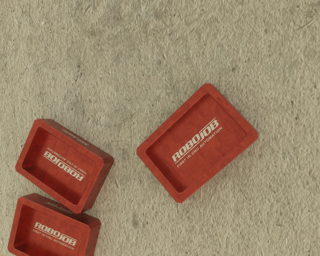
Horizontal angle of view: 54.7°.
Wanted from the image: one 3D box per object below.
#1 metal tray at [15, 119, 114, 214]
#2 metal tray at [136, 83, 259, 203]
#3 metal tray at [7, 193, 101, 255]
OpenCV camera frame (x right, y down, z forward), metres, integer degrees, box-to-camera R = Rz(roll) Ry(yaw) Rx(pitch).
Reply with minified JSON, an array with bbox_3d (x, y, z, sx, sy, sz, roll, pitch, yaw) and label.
[{"bbox_3d":[-0.143,0.053,0.456,0.130,0.030,0.090,29,99,17],"label":"metal tray"},{"bbox_3d":[0.045,0.019,0.390,0.130,0.030,0.090,-44,77,14],"label":"metal tray"},{"bbox_3d":[-0.160,0.161,0.462,0.130,0.030,0.089,16,95,19],"label":"metal tray"}]
